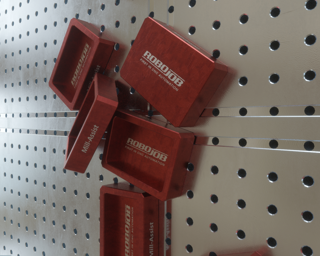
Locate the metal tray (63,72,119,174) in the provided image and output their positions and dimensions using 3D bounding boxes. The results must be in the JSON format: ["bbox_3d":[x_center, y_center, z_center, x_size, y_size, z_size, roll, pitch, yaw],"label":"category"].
[{"bbox_3d":[-0.106,-0.008,0.467,0.129,0.030,0.090,-60,25,23],"label":"metal tray"}]

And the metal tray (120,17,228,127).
[{"bbox_3d":[0.011,-0.073,0.398,0.130,0.030,0.090,44,117,31],"label":"metal tray"}]

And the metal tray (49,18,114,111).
[{"bbox_3d":[-0.135,-0.104,0.519,0.090,0.030,0.129,42,115,32],"label":"metal tray"}]

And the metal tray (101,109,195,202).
[{"bbox_3d":[-0.022,0.032,0.425,0.130,0.030,0.089,21,103,38],"label":"metal tray"}]

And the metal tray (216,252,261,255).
[{"bbox_3d":[0.083,0.210,0.338,0.090,0.030,0.130,-25,74,37],"label":"metal tray"}]

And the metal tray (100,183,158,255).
[{"bbox_3d":[-0.046,0.150,0.445,0.090,0.030,0.129,0,90,40],"label":"metal tray"}]
